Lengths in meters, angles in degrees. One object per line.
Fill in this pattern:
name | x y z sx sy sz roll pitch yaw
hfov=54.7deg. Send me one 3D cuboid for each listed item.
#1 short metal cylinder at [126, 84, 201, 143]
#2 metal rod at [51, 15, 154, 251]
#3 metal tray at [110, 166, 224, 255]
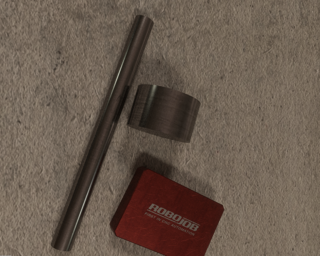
short metal cylinder | 0.005 -0.016 0.382 0.081 0.080 0.050 18 84 -20
metal rod | -0.068 0.000 0.384 0.025 0.025 0.299 22 83 -19
metal tray | 0.012 0.118 0.412 0.131 0.030 0.090 29 80 -18
